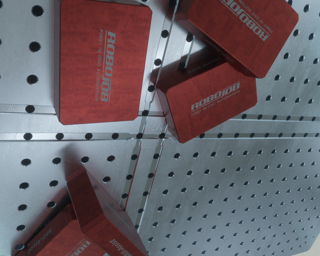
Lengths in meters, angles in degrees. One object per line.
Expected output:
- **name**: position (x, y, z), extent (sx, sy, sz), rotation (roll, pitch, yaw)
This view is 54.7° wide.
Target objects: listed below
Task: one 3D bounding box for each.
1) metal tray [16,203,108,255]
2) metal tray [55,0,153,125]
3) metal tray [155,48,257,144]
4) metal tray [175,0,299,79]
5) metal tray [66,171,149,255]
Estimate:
- **metal tray**: position (-0.131, 0.171, 0.436), extent (0.130, 0.030, 0.090), rotation (-44, 129, 8)
- **metal tray**: position (-0.063, -0.069, 0.332), extent (0.091, 0.030, 0.129), rotation (-5, 121, -27)
- **metal tray**: position (0.067, -0.046, 0.418), extent (0.131, 0.030, 0.090), rotation (-27, 128, -12)
- **metal tray**: position (0.092, -0.128, 0.357), extent (0.131, 0.030, 0.090), rotation (29, 92, -28)
- **metal tray**: position (-0.067, 0.126, 0.411), extent (0.030, 0.090, 0.130), rotation (-35, 129, -6)
